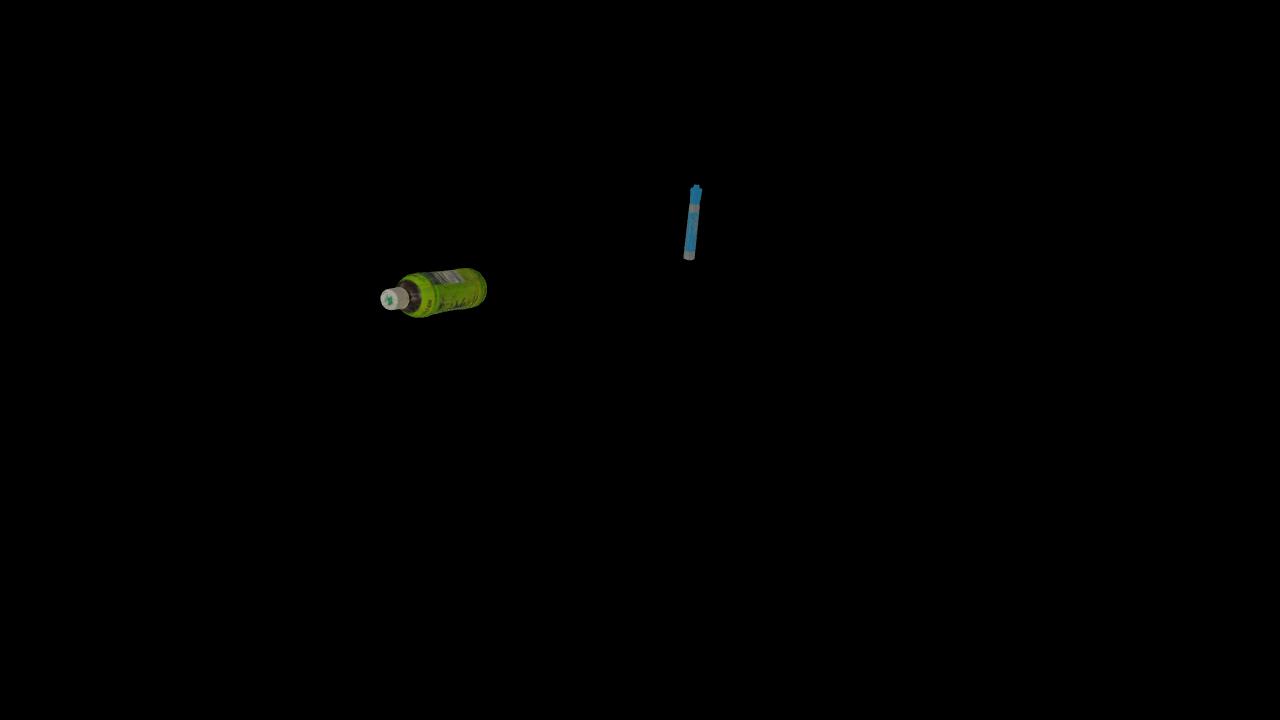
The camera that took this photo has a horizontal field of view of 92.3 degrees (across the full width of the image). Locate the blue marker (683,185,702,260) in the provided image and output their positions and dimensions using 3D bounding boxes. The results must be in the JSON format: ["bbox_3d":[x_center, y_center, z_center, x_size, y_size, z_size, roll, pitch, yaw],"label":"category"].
[{"bbox_3d":[0.085,-0.220,0.988,0.020,0.121,0.020,3,30,-2],"label":"blue marker"}]

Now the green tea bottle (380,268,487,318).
[{"bbox_3d":[-0.324,-0.106,0.967,0.073,0.073,0.212,0,9,19],"label":"green tea bottle"}]
